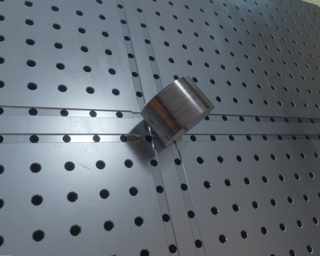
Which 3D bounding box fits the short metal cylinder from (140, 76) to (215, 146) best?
[{"bbox_3d":[0.022,-0.021,0.396,0.081,0.080,0.050,-32,79,-38],"label":"short metal cylinder"}]
